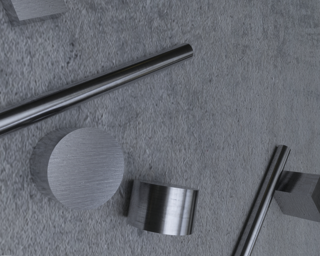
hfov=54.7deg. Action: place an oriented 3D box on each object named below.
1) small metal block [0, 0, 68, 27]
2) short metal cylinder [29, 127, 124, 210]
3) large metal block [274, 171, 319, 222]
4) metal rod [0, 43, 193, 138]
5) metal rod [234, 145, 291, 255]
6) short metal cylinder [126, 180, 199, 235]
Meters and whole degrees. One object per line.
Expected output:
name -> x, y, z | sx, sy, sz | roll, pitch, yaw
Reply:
small metal block -> -0.125, -0.130, 0.299 | 0.050, 0.025, 0.050 | -29, 108, -36
short metal cylinder -> -0.084, 0.039, 0.318 | 0.081, 0.050, 0.080 | 0, 90, -40
large metal block -> 0.271, 0.130, 0.596 | 0.050, 0.080, 0.080 | -51, 120, -28
metal rod -> -0.069, -0.047, 0.346 | 0.302, 0.025, 0.025 | -30, 109, -36
metal rod -> 0.173, 0.158, 0.549 | 0.025, 0.025, 0.300 | 46, 63, -30
short metal cylinder -> 0.004, 0.093, 0.372 | 0.081, 0.080, 0.050 | 15, 81, -39
